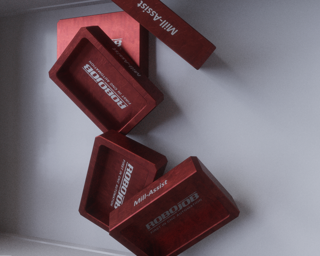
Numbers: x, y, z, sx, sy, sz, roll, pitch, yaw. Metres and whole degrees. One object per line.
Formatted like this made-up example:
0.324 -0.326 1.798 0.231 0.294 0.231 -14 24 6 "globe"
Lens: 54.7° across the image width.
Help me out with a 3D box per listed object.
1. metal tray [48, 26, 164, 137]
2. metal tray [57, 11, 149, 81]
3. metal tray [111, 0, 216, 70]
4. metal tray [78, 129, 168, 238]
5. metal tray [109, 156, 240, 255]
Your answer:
-0.071 -0.055 0.403 0.130 0.030 0.090 46 118 -3 "metal tray"
-0.082 -0.111 0.437 0.130 0.030 0.089 0 90 20 "metal tray"
0.002 -0.120 0.355 0.130 0.090 0.030 38 103 -4 "metal tray"
-0.052 0.078 0.406 0.090 0.030 0.129 26 115 17 "metal tray"
0.016 0.103 0.369 0.130 0.030 0.090 -37 116 10 "metal tray"
